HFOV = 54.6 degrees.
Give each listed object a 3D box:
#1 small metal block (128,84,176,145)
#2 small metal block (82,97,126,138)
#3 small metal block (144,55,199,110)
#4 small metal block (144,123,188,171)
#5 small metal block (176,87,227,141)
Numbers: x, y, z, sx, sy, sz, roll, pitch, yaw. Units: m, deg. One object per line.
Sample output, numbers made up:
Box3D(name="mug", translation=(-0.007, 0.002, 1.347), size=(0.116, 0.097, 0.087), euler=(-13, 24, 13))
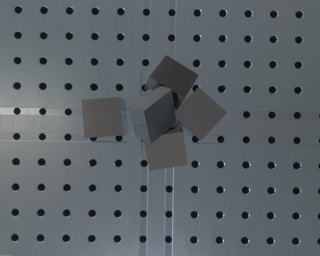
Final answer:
Box3D(name="small metal block", translation=(-0.008, -0.017, 0.375), size=(0.025, 0.050, 0.050), euler=(22, 49, 34))
Box3D(name="small metal block", translation=(-0.074, -0.014, 0.413), size=(0.050, 0.025, 0.050), euler=(-4, 90, 0))
Box3D(name="small metal block", translation=(0.015, -0.059, 0.401), size=(0.050, 0.025, 0.050), euler=(32, 52, 0))
Box3D(name="small metal block", translation=(0.007, 0.024, 0.403), size=(0.050, 0.025, 0.050), euler=(-9, 117, 0))
Box3D(name="small metal block", translation=(0.052, -0.018, 0.414), size=(0.050, 0.025, 0.050), euler=(42, 90, 0))
